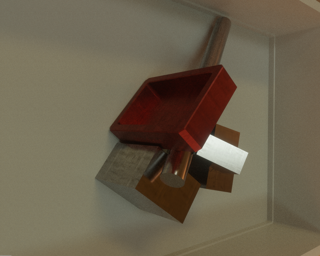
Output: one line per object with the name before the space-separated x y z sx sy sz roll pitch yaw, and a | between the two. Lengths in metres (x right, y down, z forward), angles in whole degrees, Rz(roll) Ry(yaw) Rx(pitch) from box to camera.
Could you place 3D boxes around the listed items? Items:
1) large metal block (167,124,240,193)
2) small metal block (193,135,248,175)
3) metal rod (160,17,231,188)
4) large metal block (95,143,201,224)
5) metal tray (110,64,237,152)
large metal block | 0.054 0.039 0.418 0.050 0.080 0.080 18 79 -39
small metal block | 0.062 0.029 0.346 0.050 0.050 0.025 26 80 -5
metal rod | 0.056 -0.057 0.395 0.025 0.025 0.300 49 44 -29
large metal block | -0.014 0.062 0.361 0.080 0.080 0.050 44 63 -32
metal tray | 0.010 -0.021 0.346 0.030 0.130 0.090 48 63 -29
